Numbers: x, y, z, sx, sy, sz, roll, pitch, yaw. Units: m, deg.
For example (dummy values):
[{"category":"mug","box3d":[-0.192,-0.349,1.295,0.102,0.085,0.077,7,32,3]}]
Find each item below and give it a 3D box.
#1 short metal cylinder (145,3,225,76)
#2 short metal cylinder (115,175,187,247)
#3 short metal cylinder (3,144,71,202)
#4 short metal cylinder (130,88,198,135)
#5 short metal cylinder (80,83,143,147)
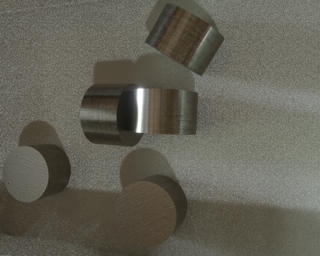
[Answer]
[{"category":"short metal cylinder","box3d":[0.029,-0.104,0.371,0.080,0.080,0.050,34,101,16]},{"category":"short metal cylinder","box3d":[-0.010,0.104,0.400,0.080,0.050,0.079,0,90,19]},{"category":"short metal cylinder","box3d":[-0.182,0.065,0.459,0.080,0.050,0.079,0,90,19]},{"category":"short metal cylinder","box3d":[0.005,-0.019,0.379,0.080,0.080,0.050,3,91,19]},{"category":"short metal cylinder","box3d":[-0.057,-0.017,0.399,0.050,0.080,0.079,3,91,23]}]
